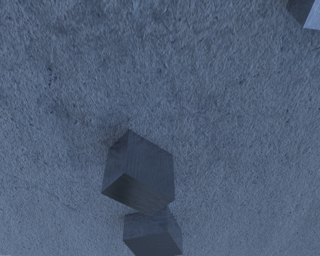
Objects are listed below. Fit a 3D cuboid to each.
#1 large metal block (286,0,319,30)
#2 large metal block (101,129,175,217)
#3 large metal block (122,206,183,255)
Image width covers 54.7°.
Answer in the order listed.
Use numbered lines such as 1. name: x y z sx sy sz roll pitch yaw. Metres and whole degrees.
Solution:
1. large metal block: 0.175 -0.133 0.279 0.081 0.050 0.079 6 130 -5
2. large metal block: -0.027 0.061 0.423 0.080 0.080 0.050 33 123 -25
3. large metal block: -0.011 0.190 0.552 0.080 0.050 0.080 -16 129 13
